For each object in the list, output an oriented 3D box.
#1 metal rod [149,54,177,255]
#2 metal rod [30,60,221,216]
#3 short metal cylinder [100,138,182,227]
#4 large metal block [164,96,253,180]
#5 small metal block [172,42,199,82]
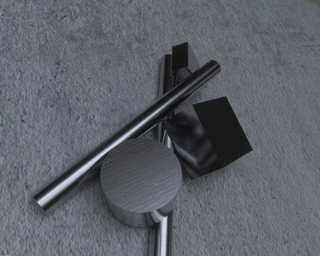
[{"bbox_3d":[0.007,0.022,0.395,0.025,0.025,0.300,16,55,-19],"label":"metal rod"},{"bbox_3d":[-0.019,-0.007,0.377,0.025,0.025,0.302,47,58,5],"label":"metal rod"},{"bbox_3d":[-0.020,0.057,0.327,0.081,0.050,0.080,2,57,-3],"label":"short metal cylinder"},{"bbox_3d":[0.063,0.011,0.398,0.081,0.050,0.080,-17,80,-48],"label":"large metal block"},{"bbox_3d":[0.040,-0.092,0.466,0.050,0.025,0.050,49,35,-49],"label":"small metal block"}]
